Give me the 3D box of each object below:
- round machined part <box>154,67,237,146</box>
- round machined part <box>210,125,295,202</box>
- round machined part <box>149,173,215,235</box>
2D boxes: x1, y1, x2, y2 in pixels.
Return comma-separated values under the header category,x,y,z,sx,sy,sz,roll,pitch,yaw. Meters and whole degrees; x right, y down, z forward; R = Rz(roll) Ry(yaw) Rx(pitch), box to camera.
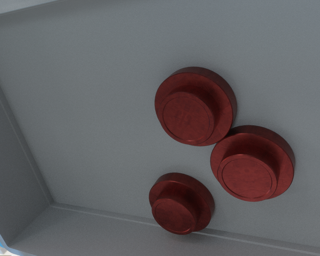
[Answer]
category,x,y,z,sx,sy,sz,roll,pitch,yaw
round machined part,0.037,-0.019,0.366,0.098,0.042,0.097,13,124,21
round machined part,0.108,0.049,0.371,0.098,0.042,0.097,13,124,20
round machined part,0.027,0.118,0.456,0.098,0.042,0.097,13,124,21
